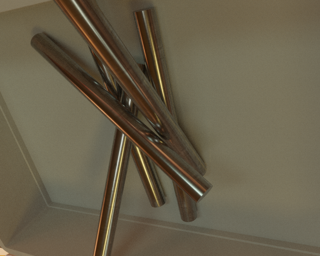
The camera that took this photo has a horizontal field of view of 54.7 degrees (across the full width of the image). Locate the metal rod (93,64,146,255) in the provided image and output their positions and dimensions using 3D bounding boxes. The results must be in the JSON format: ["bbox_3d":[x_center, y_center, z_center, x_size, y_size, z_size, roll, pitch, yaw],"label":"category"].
[{"bbox_3d":[-0.057,0.063,0.407,0.025,0.025,0.298,16,103,18],"label":"metal rod"}]

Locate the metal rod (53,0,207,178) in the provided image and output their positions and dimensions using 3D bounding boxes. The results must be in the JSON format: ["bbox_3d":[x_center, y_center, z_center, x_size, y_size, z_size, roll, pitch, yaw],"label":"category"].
[{"bbox_3d":[-0.013,-0.028,0.313,0.025,0.025,0.300,-3,144,29],"label":"metal rod"}]

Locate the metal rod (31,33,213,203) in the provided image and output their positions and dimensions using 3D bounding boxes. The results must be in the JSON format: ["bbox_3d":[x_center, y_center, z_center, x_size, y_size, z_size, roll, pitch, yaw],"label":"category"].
[{"bbox_3d":[-0.059,-0.025,0.369,0.300,0.025,0.025,42,131,20],"label":"metal rod"}]

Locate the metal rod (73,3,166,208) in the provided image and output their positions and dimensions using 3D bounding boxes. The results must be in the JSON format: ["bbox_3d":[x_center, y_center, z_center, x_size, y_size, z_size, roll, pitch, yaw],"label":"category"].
[{"bbox_3d":[-0.047,-0.016,0.421,0.025,0.025,0.298,-5,116,30],"label":"metal rod"}]

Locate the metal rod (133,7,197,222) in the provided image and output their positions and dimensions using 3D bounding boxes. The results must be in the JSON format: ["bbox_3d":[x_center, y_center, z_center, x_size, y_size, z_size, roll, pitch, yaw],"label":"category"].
[{"bbox_3d":[0.013,0.002,0.401,0.025,0.025,0.298,1,119,27],"label":"metal rod"}]
